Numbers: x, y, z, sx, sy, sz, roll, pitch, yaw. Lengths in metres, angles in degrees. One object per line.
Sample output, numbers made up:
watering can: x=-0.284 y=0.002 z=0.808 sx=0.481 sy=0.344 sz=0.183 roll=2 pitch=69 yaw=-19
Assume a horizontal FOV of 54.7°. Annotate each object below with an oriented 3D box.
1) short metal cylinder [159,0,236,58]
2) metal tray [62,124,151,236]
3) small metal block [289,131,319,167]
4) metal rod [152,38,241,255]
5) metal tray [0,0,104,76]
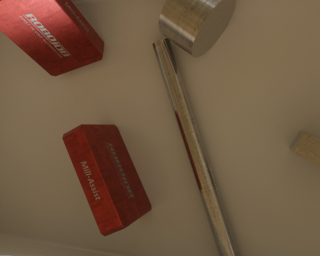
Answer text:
short metal cylinder: x=0.044 y=-0.131 z=0.365 sx=0.050 sy=0.080 sz=0.080 roll=40 pitch=102 yaw=15
metal tray: x=-0.064 y=0.060 z=0.397 sx=0.030 sy=0.090 sz=0.129 roll=-27 pitch=81 yaw=18
small metal block: x=0.172 y=0.026 z=0.337 sx=0.050 sy=0.050 sz=0.025 roll=31 pitch=100 yaw=17
metal rod: x=0.046 y=0.029 z=0.393 sx=0.025 sy=0.025 sz=0.299 roll=-19 pitch=84 yaw=18
metal tray: x=-0.146 y=-0.129 z=0.406 sx=0.090 sy=0.130 sz=0.030 roll=-15 pitch=56 yaw=19
